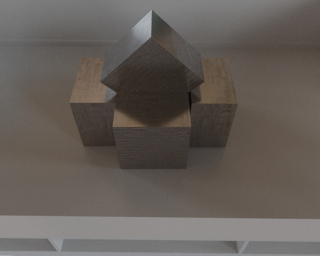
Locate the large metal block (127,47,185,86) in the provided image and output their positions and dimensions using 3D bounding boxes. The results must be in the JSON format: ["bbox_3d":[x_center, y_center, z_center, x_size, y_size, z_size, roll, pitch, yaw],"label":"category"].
[{"bbox_3d":[-0.008,-0.072,0.428,0.081,0.080,0.050,0,50,0],"label":"large metal block"}]

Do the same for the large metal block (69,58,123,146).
[{"bbox_3d":[-0.074,-0.033,0.395,0.050,0.080,0.080,0,50,0],"label":"large metal block"}]

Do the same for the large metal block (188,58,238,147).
[{"bbox_3d":[0.059,-0.032,0.392,0.050,0.080,0.080,0,50,0],"label":"large metal block"}]

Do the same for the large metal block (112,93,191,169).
[{"bbox_3d":[-0.008,0.005,0.363,0.081,0.080,0.050,0,50,0],"label":"large metal block"}]

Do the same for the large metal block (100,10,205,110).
[{"bbox_3d":[-0.008,-0.069,0.352,0.080,0.080,0.050,33,40,-33],"label":"large metal block"}]
